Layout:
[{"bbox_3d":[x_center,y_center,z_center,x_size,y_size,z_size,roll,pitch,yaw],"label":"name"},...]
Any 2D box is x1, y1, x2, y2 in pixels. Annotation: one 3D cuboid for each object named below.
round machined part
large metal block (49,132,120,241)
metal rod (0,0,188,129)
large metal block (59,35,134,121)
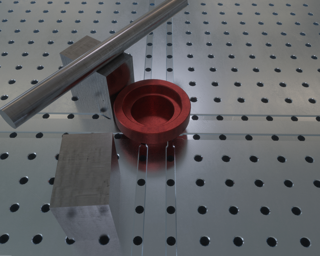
[{"bbox_3d":[-0.010,-0.017,0.411,0.099,0.042,0.098,0,50,0],"label":"round machined part"},{"bbox_3d":[-0.071,0.061,0.320,0.050,0.080,0.080,-3,50,-2],"label":"large metal block"},{"bbox_3d":[-0.061,-0.100,0.386,0.025,0.025,0.301,31,56,23],"label":"metal rod"},{"bbox_3d":[-0.083,-0.069,0.429,0.080,0.080,0.050,29,56,22],"label":"large metal block"}]
